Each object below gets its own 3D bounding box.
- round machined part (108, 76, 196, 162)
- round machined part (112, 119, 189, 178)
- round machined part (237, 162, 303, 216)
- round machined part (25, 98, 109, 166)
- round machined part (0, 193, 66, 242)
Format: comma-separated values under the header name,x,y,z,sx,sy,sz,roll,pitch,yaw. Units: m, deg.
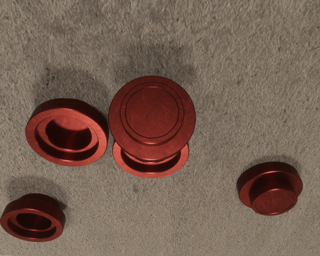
name,x,y,z,sx,sy,sz,roll,pitch,yaw
round machined part,-0.009,-0.013,0.346,0.099,0.098,0.042,1,169,-1
round machined part,-0.012,0.019,0.412,0.099,0.042,0.097,0,130,0
round machined part,0.174,0.101,0.485,0.099,0.042,0.097,-1,130,0
round machined part,-0.114,0.001,0.395,0.099,0.042,0.097,-1,130,0
round machined part,-0.208,0.146,0.518,0.099,0.042,0.097,-1,130,0
